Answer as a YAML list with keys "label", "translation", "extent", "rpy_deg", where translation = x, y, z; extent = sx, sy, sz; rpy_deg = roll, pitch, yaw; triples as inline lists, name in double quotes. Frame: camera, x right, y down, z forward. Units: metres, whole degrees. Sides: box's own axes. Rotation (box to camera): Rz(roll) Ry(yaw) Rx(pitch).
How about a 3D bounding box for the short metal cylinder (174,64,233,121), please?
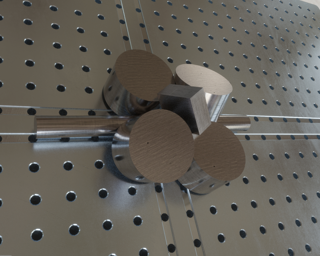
- label: "short metal cylinder"
  translation: [0.052, -0.047, 0.427]
  extent: [0.081, 0.050, 0.080]
  rpy_deg: [14, 34, -9]

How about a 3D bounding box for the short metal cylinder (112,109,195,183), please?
- label: "short metal cylinder"
  translation: [-0.008, 0.022, 0.354]
  extent: [0.081, 0.050, 0.080]
  rpy_deg: [5, 80, -28]

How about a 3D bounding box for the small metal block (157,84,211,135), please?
- label: "small metal block"
  translation: [0.029, -0.023, 0.372]
  extent: [0.025, 0.050, 0.050]
  rpy_deg: [-41, 128, -33]

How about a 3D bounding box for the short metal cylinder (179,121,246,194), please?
- label: "short metal cylinder"
  translation: [0.061, 0.038, 0.397]
  extent: [0.081, 0.050, 0.080]
  rpy_deg: [14, 56, -21]

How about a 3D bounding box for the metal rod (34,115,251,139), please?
- label: "metal rod"
  translation: [-0.001, -0.004, 0.405]
  extent: [0.303, 0.025, 0.025]
  rpy_deg: [-2, 63, -29]

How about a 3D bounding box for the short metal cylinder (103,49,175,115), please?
- label: "short metal cylinder"
  translation: [-0.028, -0.055, 0.406]
  extent: [0.081, 0.050, 0.080]
  rpy_deg: [14, 56, -21]
